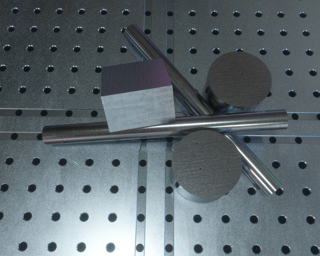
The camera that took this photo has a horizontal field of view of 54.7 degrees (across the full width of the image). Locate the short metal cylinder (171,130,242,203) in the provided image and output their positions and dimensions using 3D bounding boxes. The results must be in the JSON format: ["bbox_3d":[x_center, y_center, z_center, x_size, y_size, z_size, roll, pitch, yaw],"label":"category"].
[{"bbox_3d":[0.054,0.048,0.377,0.081,0.050,0.080,0,70,0],"label":"short metal cylinder"}]

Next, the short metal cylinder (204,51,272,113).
[{"bbox_3d":[0.101,-0.055,0.416,0.081,0.050,0.080,0,70,0],"label":"short metal cylinder"}]

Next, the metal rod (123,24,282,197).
[{"bbox_3d":[0.048,-0.034,0.421,0.025,0.025,0.300,-36,74,-12],"label":"metal rod"}]

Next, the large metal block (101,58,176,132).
[{"bbox_3d":[-0.029,-0.044,0.391,0.081,0.050,0.080,-9,36,-3],"label":"large metal block"}]

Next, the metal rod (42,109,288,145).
[{"bbox_3d":[0.002,0.000,0.390,0.302,0.025,0.025,-4,70,5],"label":"metal rod"}]
